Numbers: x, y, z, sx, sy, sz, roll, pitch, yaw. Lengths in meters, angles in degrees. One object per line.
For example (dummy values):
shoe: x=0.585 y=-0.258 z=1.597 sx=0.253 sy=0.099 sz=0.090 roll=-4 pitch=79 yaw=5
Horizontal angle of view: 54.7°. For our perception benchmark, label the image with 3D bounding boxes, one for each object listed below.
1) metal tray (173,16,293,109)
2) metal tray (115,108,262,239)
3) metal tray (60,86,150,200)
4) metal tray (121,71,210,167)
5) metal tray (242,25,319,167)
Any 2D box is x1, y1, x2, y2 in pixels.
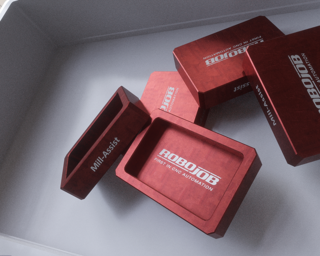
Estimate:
metal tray: x=0.092 y=-0.085 z=0.385 sx=0.131 sy=0.030 sz=0.090 roll=-22 pitch=52 yaw=-4
metal tray: x=0.026 y=0.042 z=0.325 sx=0.130 sy=0.030 sz=0.090 roll=25 pitch=78 yaw=34
metal tray: x=-0.072 y=0.015 z=0.390 sx=0.130 sy=0.030 sz=0.090 roll=-51 pitch=23 yaw=8
metal tray: x=0.012 y=-0.013 z=0.404 sx=0.090 sy=0.030 sz=0.130 roll=7 pitch=65 yaw=31
metal tray: x=0.150 y=-0.036 z=0.313 sx=0.090 sy=0.030 sz=0.130 roll=-16 pitch=66 yaw=-1
